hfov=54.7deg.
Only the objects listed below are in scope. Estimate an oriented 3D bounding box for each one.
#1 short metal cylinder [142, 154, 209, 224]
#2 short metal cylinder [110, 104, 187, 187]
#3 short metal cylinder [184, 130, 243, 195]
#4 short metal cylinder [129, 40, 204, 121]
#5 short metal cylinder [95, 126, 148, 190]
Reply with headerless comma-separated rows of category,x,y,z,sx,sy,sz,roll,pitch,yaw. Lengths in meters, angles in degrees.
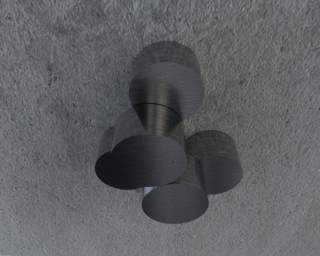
short metal cylinder,0.018,0.077,0.391,0.081,0.050,0.079,-1,130,0
short metal cylinder,-0.012,0.020,0.342,0.080,0.050,0.079,0,130,0
short metal cylinder,0.071,0.049,0.434,0.081,0.050,0.079,0,130,0
short metal cylinder,0.007,-0.051,0.349,0.081,0.050,0.079,0,130,0
short metal cylinder,-0.045,0.040,0.426,0.081,0.050,0.079,0,130,0
